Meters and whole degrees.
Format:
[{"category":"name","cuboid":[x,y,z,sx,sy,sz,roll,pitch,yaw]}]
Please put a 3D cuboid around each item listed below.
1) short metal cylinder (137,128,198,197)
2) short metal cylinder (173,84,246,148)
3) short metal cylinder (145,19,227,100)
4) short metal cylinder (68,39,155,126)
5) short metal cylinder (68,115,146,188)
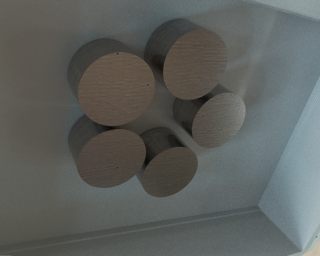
[{"category":"short metal cylinder","cuboid":[0.004,0.046,0.420,0.081,0.050,0.079,-14,124,-21]},{"category":"short metal cylinder","cuboid":[0.065,-0.020,0.413,0.081,0.050,0.079,-14,124,-21]},{"category":"short metal cylinder","cuboid":[0.029,-0.079,0.357,0.081,0.050,0.079,-14,124,-21]},{"category":"short metal cylinder","cuboid":[-0.052,-0.049,0.331,0.081,0.050,0.079,-14,124,-21]},{"category":"short metal cylinder","cuboid":[-0.064,0.024,0.370,0.081,0.050,0.079,-14,124,-21]}]
